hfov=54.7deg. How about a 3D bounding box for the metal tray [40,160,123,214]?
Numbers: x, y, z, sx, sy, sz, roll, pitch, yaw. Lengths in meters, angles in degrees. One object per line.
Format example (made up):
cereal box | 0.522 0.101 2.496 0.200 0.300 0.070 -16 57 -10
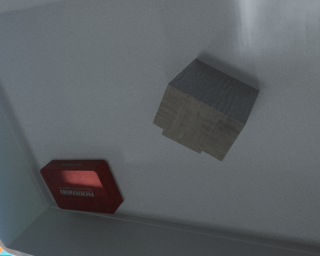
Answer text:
metal tray | -0.137 0.101 0.538 0.130 0.030 0.089 -4 117 29

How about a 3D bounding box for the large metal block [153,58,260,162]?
large metal block | 0.051 -0.023 0.331 0.080 0.080 0.050 29 128 9

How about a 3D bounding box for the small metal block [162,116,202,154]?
small metal block | 0.038 -0.003 0.370 0.050 0.050 0.025 27 128 11
